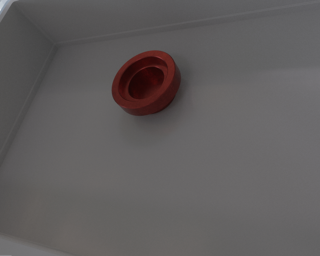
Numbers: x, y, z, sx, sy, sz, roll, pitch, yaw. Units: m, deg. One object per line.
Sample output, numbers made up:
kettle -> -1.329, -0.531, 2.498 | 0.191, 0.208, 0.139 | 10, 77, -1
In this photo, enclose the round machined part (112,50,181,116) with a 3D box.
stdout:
round machined part -> -0.016, -0.059, 0.440 | 0.098, 0.042, 0.098 | -13, 56, 21
